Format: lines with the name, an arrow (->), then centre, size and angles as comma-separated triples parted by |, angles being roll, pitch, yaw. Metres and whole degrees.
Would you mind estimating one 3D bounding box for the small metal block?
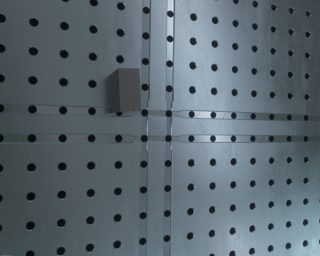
small metal block -> -0.043, -0.045, 0.383 | 0.025, 0.050, 0.050 | -3, 91, -20
